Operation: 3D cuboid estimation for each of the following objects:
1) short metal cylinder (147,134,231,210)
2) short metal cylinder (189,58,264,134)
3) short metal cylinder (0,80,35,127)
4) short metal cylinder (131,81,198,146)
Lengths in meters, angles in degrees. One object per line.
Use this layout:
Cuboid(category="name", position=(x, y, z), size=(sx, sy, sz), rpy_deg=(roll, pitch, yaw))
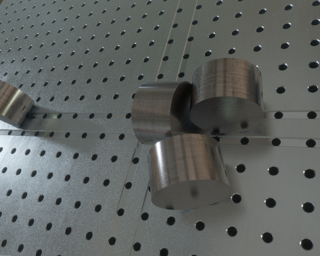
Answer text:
Cuboid(category="short metal cylinder", position=(0.029, 0.049, 0.327), size=(0.080, 0.080, 0.050), rpy_deg=(-19, 55, 17))
Cuboid(category="short metal cylinder", position=(0.076, -0.034, 0.354), size=(0.080, 0.080, 0.050), rpy_deg=(-7, 59, 24))
Cuboid(category="short metal cylinder", position=(-0.268, -0.043, 0.537), size=(0.080, 0.080, 0.050), rpy_deg=(13, 69, 33))
Cuboid(category="short metal cylinder", position=(0.009, -0.017, 0.377), size=(0.050, 0.080, 0.080), rpy_deg=(4, 64, 29))
